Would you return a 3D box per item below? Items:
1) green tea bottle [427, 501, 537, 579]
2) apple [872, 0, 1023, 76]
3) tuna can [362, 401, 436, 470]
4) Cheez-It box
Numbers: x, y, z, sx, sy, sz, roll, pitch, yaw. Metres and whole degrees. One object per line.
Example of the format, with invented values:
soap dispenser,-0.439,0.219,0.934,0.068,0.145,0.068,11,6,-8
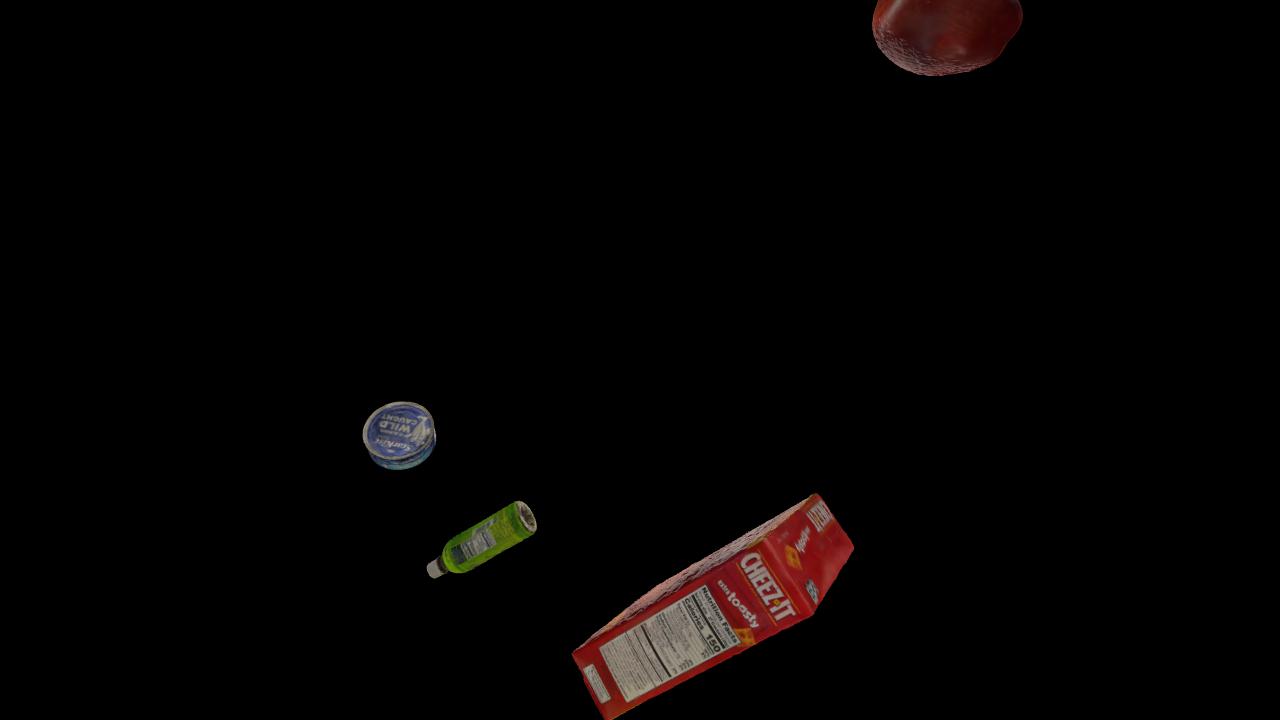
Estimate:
green tea bottle,-0.294,0.335,1.125,0.212,0.073,0.073,-29,-2,4
apple,0.205,-0.234,0.416,0.093,0.079,0.079,21,-4,-9
tuna can,-0.301,0.095,0.773,0.084,0.084,0.034,0,-38,-10
Cheez-It box,0.069,0.215,0.553,0.223,0.071,0.166,-39,-16,24
